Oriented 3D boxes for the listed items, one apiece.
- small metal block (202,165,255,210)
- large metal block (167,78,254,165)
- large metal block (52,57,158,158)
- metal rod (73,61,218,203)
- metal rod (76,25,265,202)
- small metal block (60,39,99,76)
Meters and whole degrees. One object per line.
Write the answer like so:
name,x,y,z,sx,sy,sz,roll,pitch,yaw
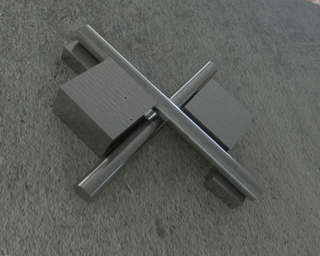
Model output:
small metal block,0.092,0.070,0.412,0.050,0.025,0.050,40,51,-1
large metal block,0.071,-0.010,0.434,0.080,0.050,0.080,43,51,1
large metal block,-0.065,-0.025,0.367,0.080,0.050,0.080,45,51,3
metal rod,0.002,-0.015,0.416,0.025,0.025,0.302,43,51,1
metal rod,0.012,-0.019,0.391,0.300,0.025,0.025,43,51,1
small metal block,-0.094,-0.092,0.412,0.050,0.025,0.050,45,51,2
